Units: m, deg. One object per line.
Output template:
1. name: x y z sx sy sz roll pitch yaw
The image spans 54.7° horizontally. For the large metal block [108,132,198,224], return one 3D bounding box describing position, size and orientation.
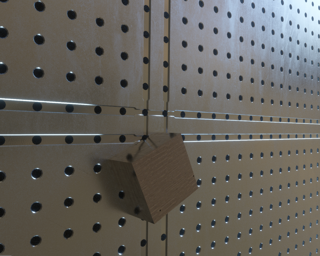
1. large metal block: -0.006 0.058 0.390 0.081 0.050 0.080 -30 109 -36
